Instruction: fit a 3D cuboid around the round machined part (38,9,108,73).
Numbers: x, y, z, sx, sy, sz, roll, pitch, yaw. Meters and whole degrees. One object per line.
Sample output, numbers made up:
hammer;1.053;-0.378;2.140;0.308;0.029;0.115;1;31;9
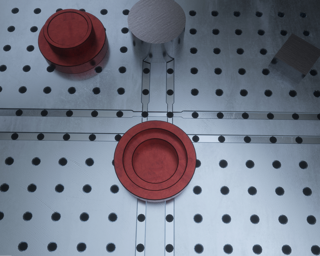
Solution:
round machined part;-0.128;-0.132;0.450;0.099;0.042;0.098;0;70;0

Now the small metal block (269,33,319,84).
small metal block;0.197;-0.101;0.450;0.050;0.025;0.050;37;74;12

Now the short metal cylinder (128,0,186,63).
short metal cylinder;-0.004;-0.142;0.450;0.081;0.050;0.080;0;70;0

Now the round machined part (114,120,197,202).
round machined part;-0.006;0.043;0.387;0.099;0.042;0.098;0;70;0
